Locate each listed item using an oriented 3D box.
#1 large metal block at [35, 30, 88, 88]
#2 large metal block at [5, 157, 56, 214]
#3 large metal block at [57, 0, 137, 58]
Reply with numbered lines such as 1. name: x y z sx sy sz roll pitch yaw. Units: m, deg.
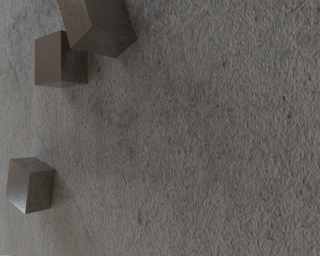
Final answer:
1. large metal block: -0.170 -0.114 0.529 0.080 0.050 0.080 0 90 40
2. large metal block: -0.250 0.107 0.595 0.080 0.050 0.079 17 101 38
3. large metal block: -0.089 -0.154 0.443 0.050 0.081 0.080 -30 71 36
